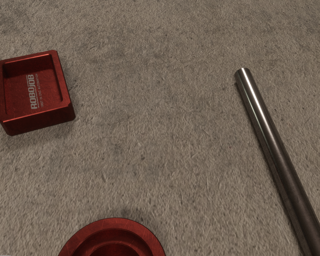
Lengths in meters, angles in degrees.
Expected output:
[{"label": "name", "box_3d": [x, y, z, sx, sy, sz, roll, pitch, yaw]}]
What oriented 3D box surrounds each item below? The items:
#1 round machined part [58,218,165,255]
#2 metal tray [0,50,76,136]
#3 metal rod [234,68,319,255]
[{"label": "round machined part", "box_3d": [-0.042, 0.135, 0.278, 0.099, 0.042, 0.098, 0, 50, 0]}, {"label": "metal tray", "box_3d": [-0.180, -0.055, 0.443, 0.091, 0.030, 0.130, -16, 52, -14]}, {"label": "metal rod", "box_3d": [0.142, 0.032, 0.378, 0.025, 0.025, 0.300, -4, 50, -4]}]
